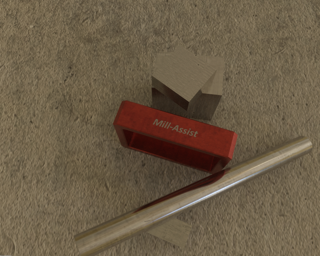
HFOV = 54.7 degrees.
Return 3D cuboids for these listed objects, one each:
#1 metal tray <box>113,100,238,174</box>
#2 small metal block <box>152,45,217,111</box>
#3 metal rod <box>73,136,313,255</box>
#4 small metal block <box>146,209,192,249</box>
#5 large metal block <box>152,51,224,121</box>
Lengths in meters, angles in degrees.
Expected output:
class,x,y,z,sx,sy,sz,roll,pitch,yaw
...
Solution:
class,x,y,z,sx,sy,sz,roll,pitch,yaw
metal tray,0.016,0.015,0.368,0.131,0.090,0.030,16,71,5
small metal block,0.026,-0.056,0.344,0.050,0.025,0.050,37,74,12
metal rod,0.056,0.067,0.346,0.302,0.025,0.025,-19,71,-22
small metal block,0.007,0.114,0.353,0.050,0.050,0.025,21,72,7
large metal block,0.033,-0.051,0.398,0.080,0.080,0.050,7,70,2
